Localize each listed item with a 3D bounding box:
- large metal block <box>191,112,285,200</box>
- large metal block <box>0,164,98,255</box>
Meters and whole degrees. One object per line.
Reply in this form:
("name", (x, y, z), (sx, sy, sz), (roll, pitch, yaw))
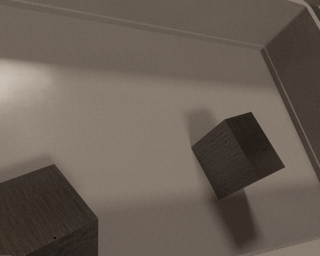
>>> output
("large metal block", (0.097, 0.037, 0.402), (0.050, 0.080, 0.080), (-15, 70, -34))
("large metal block", (-0.108, 0.085, 0.259), (0.081, 0.050, 0.080), (-20, 42, -36))
